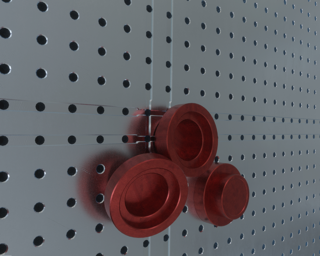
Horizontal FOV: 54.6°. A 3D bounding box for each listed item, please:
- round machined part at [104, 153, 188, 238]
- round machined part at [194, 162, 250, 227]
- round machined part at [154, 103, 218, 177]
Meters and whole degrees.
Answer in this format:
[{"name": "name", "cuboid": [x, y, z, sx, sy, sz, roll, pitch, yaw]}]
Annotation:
[{"name": "round machined part", "cuboid": [-0.019, 0.076, 0.369, 0.099, 0.042, 0.097, -8, 108, -26]}, {"name": "round machined part", "cuboid": [0.102, 0.104, 0.482, 0.099, 0.042, 0.097, 0, 90, -40]}, {"name": "round machined part", "cuboid": [0.032, 0.016, 0.422, 0.099, 0.042, 0.098, 2, 87, -41]}]
